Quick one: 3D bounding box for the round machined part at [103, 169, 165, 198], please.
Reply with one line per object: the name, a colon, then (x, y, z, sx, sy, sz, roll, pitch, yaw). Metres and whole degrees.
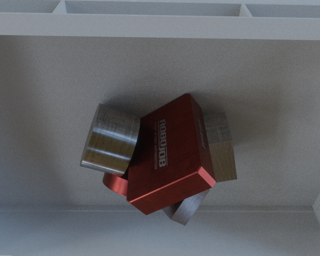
round machined part: (-0.025, 0.065, 0.427, 0.099, 0.098, 0.042, 16, 93, -14)

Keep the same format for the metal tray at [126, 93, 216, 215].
metal tray: (0.009, 0.025, 0.359, 0.090, 0.130, 0.030, -28, 126, 21)

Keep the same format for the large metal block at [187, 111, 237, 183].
large metal block: (0.054, 0.031, 0.408, 0.080, 0.050, 0.080, -11, 134, 9)

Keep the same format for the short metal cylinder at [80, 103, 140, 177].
short metal cylinder: (-0.062, 0.015, 0.382, 0.050, 0.080, 0.079, 18, 128, -15)

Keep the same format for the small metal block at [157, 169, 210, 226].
small metal block: (0.023, 0.078, 0.368, 0.025, 0.050, 0.050, 35, 90, -34)
